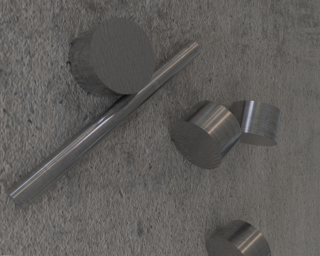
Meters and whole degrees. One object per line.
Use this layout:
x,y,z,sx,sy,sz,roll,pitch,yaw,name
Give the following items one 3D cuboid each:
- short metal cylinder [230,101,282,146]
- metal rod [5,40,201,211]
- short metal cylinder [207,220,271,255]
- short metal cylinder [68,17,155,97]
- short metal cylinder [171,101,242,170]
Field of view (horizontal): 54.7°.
0.149,-0.006,0.494,0.080,0.080,0.050,23,76,-38,short metal cylinder
-0.044,-0.023,0.367,0.301,0.025,0.025,-45,117,-31,metal rod
0.118,0.188,0.469,0.050,0.080,0.080,-25,106,-37,short metal cylinder
-0.053,-0.075,0.344,0.081,0.050,0.079,0,90,-40,short metal cylinder
0.062,0.010,0.421,0.050,0.080,0.080,-42,116,-32,short metal cylinder
